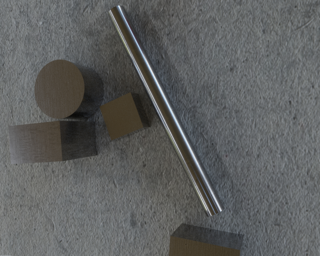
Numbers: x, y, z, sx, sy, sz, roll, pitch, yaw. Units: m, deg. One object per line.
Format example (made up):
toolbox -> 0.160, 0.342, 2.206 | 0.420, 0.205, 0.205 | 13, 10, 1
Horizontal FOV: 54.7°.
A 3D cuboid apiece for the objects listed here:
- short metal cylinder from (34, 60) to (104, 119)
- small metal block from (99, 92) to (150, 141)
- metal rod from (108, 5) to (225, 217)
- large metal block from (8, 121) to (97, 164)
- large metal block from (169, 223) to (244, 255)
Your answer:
short metal cylinder -> -0.128, -0.052, 0.439 | 0.080, 0.050, 0.079 | 0, 90, 19
small metal block -> -0.048, -0.015, 0.425 | 0.050, 0.025, 0.050 | -23, 83, 18
metal rod -> 0.004, -0.028, 0.406 | 0.025, 0.025, 0.299 | -29, 81, 17
large metal block -> -0.145, 0.019, 0.429 | 0.080, 0.080, 0.050 | -5, 89, 19
large metal block -> 0.055, 0.170, 0.376 | 0.080, 0.050, 0.079 | 5, 92, 19
